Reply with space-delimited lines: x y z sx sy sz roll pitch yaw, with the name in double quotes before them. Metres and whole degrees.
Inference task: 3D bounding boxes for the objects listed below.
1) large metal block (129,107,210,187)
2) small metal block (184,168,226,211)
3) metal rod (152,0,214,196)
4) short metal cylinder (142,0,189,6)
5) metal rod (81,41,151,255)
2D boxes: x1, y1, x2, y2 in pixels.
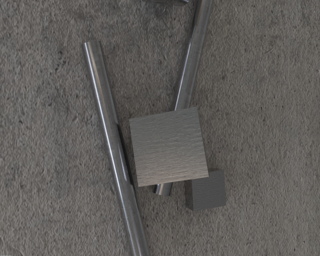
"large metal block" 0.013 0.024 0.376 0.080 0.050 0.080 -10 82 9
"small metal block" 0.063 0.085 0.433 0.050 0.025 0.050 -4 92 -20
"metal rod" 0.035 -0.058 0.421 0.025 0.025 0.299 15 85 -20
"short metal cylinder" 0.008 -0.196 0.383 0.050 0.080 0.080 -1 91 -20
"metal rod" -0.052 0.042 0.390 0.025 0.025 0.298 -14 95 -20
